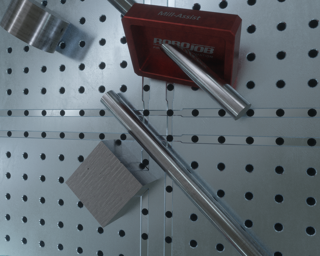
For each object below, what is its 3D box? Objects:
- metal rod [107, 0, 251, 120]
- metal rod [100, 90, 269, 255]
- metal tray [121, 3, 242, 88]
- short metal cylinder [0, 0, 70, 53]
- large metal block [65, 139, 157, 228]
[{"bbox_3d":[-0.003,-0.120,0.396,0.025,0.025,0.300,-48,69,14],"label":"metal rod"},{"bbox_3d":[0.026,0.061,0.403,0.300,0.025,0.025,46,104,14],"label":"metal rod"},{"bbox_3d":[0.026,-0.094,0.369,0.130,0.090,0.030,14,56,19],"label":"metal tray"},{"bbox_3d":[-0.179,-0.151,0.446,0.080,0.080,0.050,36,102,16],"label":"short metal cylinder"},{"bbox_3d":[-0.066,0.072,0.422,0.080,0.050,0.080,45,104,14],"label":"large metal block"}]
